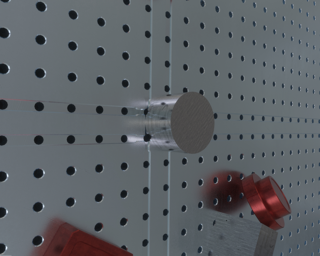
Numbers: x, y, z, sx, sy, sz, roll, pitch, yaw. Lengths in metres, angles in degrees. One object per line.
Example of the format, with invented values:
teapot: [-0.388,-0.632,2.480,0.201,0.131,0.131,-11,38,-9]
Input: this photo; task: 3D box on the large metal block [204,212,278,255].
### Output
large metal block: [0.124,0.183,0.477,0.050,0.080,0.080,34,69,-35]

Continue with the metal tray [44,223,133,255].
metal tray: [-0.094,0.180,0.327,0.090,0.030,0.130,40,66,-33]

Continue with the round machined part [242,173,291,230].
round machined part: [0.182,0.119,0.518,0.098,0.042,0.098,45,24,-27]

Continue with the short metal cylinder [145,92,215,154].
short metal cylinder: [0.027,-0.007,0.416,0.081,0.050,0.079,0,90,-40]
